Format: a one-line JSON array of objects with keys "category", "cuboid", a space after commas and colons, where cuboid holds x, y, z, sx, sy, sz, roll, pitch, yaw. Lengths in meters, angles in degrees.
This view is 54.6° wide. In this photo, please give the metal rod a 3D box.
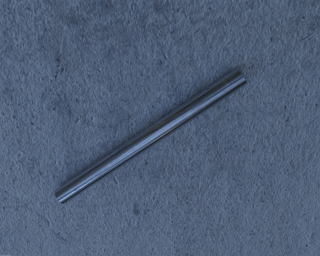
[{"category": "metal rod", "cuboid": [-0.020, 0.016, 0.417, 0.300, 0.025, 0.025, -34, 107, 11]}]
